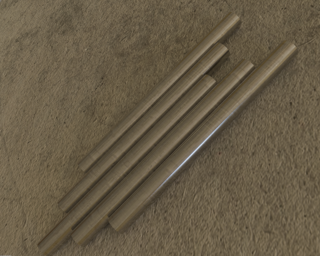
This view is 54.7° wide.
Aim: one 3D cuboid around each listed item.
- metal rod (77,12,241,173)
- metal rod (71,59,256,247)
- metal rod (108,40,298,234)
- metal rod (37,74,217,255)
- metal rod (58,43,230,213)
[{"bbox_3d":[0.002,-0.050,0.434,0.300,0.025,0.025,-45,51,-4],"label":"metal rod"},{"bbox_3d":[0.007,0.028,0.383,0.300,0.025,0.025,-45,51,-4],"label":"metal rod"},{"bbox_3d":[0.054,0.008,0.371,0.300,0.025,0.025,-45,51,-4],"label":"metal rod"},{"bbox_3d":[-0.037,0.045,0.396,0.300,0.025,0.025,-45,51,-4],"label":"metal rod"},{"bbox_3d":[-0.019,-0.002,0.415,0.300,0.025,0.025,-45,51,-4],"label":"metal rod"}]
